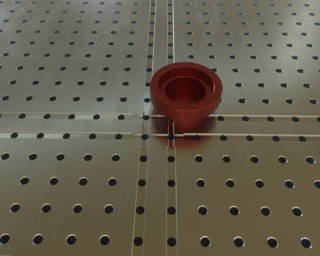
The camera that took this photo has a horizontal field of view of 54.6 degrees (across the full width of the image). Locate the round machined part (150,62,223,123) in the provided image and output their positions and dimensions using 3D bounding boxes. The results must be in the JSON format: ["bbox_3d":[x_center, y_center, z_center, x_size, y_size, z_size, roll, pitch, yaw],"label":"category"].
[{"bbox_3d":[0.035,-0.046,0.435,0.099,0.042,0.098,0,50,0],"label":"round machined part"}]
